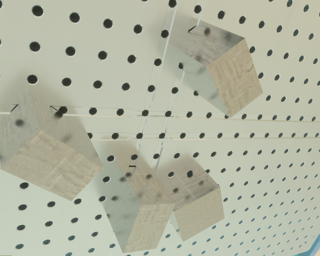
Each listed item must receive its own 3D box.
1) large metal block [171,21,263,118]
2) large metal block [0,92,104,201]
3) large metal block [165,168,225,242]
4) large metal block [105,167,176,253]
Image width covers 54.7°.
[{"bbox_3d":[0.068,-0.071,0.371,0.050,0.080,0.080,-38,130,-3],"label":"large metal block"},{"bbox_3d":[-0.115,0.019,0.325,0.050,0.080,0.080,-46,130,4],"label":"large metal block"},{"bbox_3d":[0.054,0.125,0.504,0.081,0.050,0.080,-25,128,-13],"label":"large metal block"},{"bbox_3d":[-0.031,0.110,0.428,0.050,0.080,0.079,6,116,-32],"label":"large metal block"}]
